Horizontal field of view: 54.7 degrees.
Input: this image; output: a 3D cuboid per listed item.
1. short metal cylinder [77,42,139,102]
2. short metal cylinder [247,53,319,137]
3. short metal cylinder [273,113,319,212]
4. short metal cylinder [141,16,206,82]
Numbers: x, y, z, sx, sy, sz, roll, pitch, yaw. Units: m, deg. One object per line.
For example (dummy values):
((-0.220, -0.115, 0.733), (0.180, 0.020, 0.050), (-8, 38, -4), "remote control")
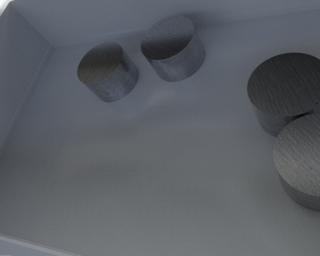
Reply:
((-0.080, -0.087, 0.483), (0.080, 0.050, 0.080), (-13, 56, 20), "short metal cylinder")
((0.141, -0.034, 0.337), (0.080, 0.050, 0.080), (-13, 56, 20), "short metal cylinder")
((0.152, 0.033, 0.290), (0.080, 0.050, 0.080), (-13, 56, 20), "short metal cylinder")
((0.020, -0.114, 0.448), (0.080, 0.050, 0.080), (-13, 56, 20), "short metal cylinder")
